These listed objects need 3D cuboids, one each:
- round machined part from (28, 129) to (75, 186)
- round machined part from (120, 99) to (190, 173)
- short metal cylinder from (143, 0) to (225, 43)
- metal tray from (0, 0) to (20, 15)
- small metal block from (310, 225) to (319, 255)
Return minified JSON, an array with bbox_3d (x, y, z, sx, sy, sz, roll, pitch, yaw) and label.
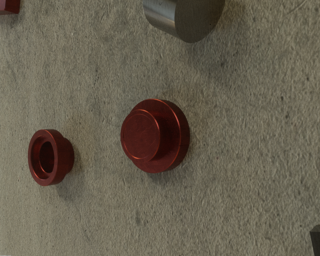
[{"bbox_3d":[-0.188,0.051,0.546,0.098,0.042,0.097,0,90,39],"label":"round machined part"},{"bbox_3d":[-0.013,0.010,0.403,0.098,0.042,0.097,0,90,39],"label":"round machined part"},{"bbox_3d":[0.028,-0.142,0.345,0.050,0.081,0.079,37,113,33],"label":"short metal cylinder"},{"bbox_3d":[-0.355,-0.302,0.690,0.130,0.030,0.089,15,99,38],"label":"metal tray"},{"bbox_3d":[0.165,0.113,0.269,0.050,0.025,0.050,-14,81,39],"label":"small metal block"}]
